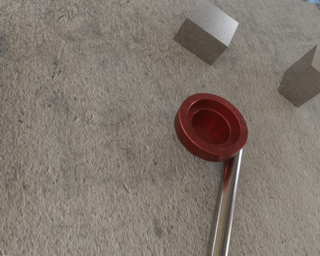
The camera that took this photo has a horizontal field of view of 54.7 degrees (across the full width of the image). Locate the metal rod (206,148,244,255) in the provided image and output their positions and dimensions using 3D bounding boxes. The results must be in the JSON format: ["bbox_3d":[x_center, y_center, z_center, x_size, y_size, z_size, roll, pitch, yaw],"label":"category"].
[{"bbox_3d":[0.072,0.127,0.366,0.025,0.025,0.300,28,52,-11],"label":"metal rod"}]

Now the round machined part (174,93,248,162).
[{"bbox_3d":[0.066,0.003,0.423,0.099,0.042,0.098,10,55,-14],"label":"round machined part"}]

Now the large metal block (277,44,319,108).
[{"bbox_3d":[0.277,-0.097,0.580,0.050,0.080,0.080,39,51,-3],"label":"large metal block"}]

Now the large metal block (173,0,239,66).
[{"bbox_3d":[0.080,-0.168,0.536,0.080,0.050,0.080,34,51,-7],"label":"large metal block"}]
